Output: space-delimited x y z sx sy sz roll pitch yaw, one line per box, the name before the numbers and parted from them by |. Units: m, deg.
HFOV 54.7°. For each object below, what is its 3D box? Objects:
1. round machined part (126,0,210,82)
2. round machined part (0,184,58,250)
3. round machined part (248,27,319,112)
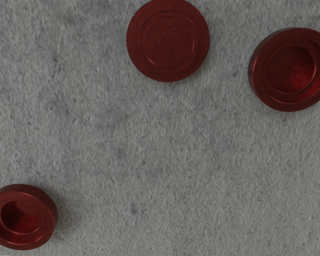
round machined part | 0.009 -0.102 0.363 0.099 0.042 0.097 0 110 -1
round machined part | -0.195 0.122 0.443 0.099 0.042 0.097 0 110 -1
round machined part | 0.156 -0.072 0.377 0.099 0.042 0.097 0 110 -1
